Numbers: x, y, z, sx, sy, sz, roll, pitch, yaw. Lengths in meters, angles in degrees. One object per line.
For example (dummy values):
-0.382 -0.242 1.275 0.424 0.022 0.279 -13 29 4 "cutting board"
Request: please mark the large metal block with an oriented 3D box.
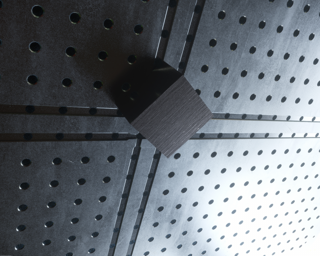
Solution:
0.007 -0.022 0.387 0.080 0.050 0.080 -43 130 1 "large metal block"
